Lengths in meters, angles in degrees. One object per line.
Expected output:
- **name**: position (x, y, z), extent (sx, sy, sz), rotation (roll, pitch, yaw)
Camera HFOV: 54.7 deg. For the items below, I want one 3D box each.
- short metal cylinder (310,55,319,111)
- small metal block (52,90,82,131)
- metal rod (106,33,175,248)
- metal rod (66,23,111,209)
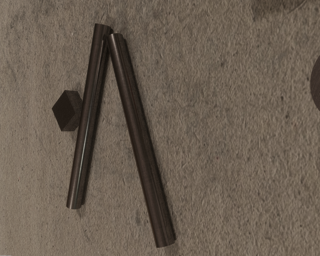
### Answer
- **short metal cylinder**: position (0.170, -0.036, 0.248), extent (0.080, 0.050, 0.079), rotation (0, 90, 39)
- **small metal block**: position (-0.155, -0.029, 0.529), extent (0.050, 0.025, 0.050), rotation (-44, 64, 31)
- **metal rod**: position (-0.030, 0.008, 0.427), extent (0.025, 0.025, 0.299), rotation (-24, 75, 37)
- **metal rod**: position (-0.116, -0.013, 0.497), extent (0.025, 0.025, 0.298), rotation (19, 102, 38)
